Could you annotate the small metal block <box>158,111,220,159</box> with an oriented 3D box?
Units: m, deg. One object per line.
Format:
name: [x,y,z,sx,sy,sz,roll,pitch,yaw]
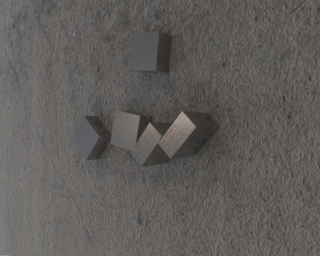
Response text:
small metal block: [0.034,0.008,0.361,0.025,0.050,0.050,51,120,27]

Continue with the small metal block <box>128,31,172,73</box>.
small metal block: [-0.014,-0.100,0.417,0.050,0.025,0.050,9,95,39]

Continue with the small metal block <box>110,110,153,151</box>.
small metal block: [-0.041,0.003,0.439,0.050,0.025,0.050,14,99,39]

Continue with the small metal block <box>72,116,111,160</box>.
small metal block: [-0.110,0.016,0.496,0.050,0.025,0.050,48,118,29]

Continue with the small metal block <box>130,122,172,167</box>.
small metal block: [-0.001,0.020,0.390,0.025,0.050,0.050,48,119,29]
